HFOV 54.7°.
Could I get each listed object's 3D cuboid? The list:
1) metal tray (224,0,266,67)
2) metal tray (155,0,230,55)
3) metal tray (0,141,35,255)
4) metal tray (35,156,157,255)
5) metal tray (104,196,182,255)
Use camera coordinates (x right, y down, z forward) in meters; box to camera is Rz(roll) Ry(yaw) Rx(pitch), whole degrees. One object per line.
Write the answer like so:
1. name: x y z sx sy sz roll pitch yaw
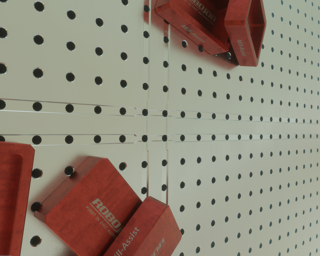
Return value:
1. metal tray: 0.140 -0.167 0.493 0.130 0.030 0.090 37 65 -60
2. metal tray: 0.060 -0.178 0.457 0.131 0.030 0.090 25 74 -38
3. metal tray: -0.167 0.074 0.266 0.091 0.030 0.129 10 84 -40
4. metal tray: -0.063 0.107 0.355 0.090 0.030 0.130 -48 119 -29
5. metal tray: -0.028 0.157 0.364 0.130 0.030 0.090 -51 143 -28
